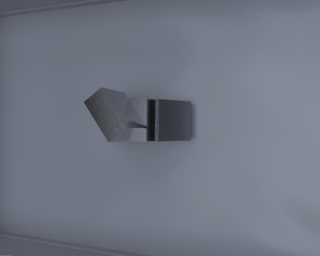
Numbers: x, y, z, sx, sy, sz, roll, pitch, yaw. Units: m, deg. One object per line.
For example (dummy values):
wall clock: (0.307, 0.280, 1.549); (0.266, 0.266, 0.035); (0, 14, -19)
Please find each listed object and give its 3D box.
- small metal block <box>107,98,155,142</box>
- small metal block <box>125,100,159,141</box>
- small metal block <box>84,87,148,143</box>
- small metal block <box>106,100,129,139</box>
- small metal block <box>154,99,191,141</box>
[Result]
small metal block: (-0.034, -0.010, 0.367); (0.050, 0.025, 0.050); (1, 90, 20)
small metal block: (-0.022, -0.010, 0.403); (0.025, 0.050, 0.050); (1, 90, 20)
small metal block: (-0.046, -0.013, 0.331); (0.025, 0.050, 0.050); (-37, 78, 17)
small metal block: (-0.057, -0.011, 0.412); (0.025, 0.050, 0.050); (1, 90, -14)
small metal block: (0.012, -0.009, 0.389); (0.025, 0.050, 0.050); (1, 90, 54)
